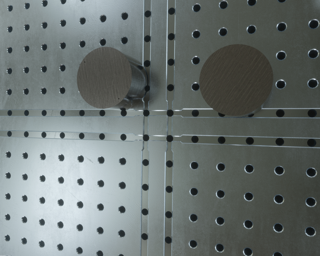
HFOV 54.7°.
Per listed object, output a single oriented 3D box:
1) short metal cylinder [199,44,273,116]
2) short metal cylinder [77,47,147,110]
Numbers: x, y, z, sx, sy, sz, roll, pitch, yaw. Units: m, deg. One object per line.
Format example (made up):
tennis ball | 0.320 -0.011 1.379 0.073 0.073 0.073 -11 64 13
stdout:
short metal cylinder | 0.092 -0.053 0.367 0.080 0.050 0.079 0 90 20
short metal cylinder | -0.064 -0.065 0.422 0.080 0.050 0.079 0 90 20
